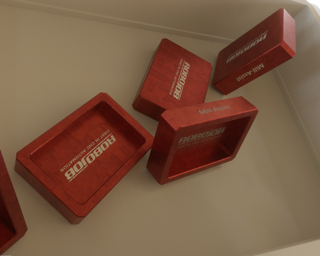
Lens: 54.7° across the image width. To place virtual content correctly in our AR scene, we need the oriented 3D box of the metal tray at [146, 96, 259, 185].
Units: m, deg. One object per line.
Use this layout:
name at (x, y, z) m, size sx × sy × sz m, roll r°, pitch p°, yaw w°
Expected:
metal tray at (0.053, 0.013, 0.381) m, size 0.131 × 0.089 × 0.030 m, roll -13°, pitch 45°, yaw -33°

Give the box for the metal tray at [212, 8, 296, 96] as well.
metal tray at (0.144, -0.116, 0.484) m, size 0.030 × 0.130 × 0.090 m, roll 36°, pitch 50°, yaw -22°

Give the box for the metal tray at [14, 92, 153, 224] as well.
metal tray at (-0.077, 0.027, 0.343) m, size 0.090 × 0.030 × 0.131 m, roll 43°, pitch 51°, yaw 2°

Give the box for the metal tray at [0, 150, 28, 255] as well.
metal tray at (-0.150, 0.066, 0.216) m, size 0.030 × 0.129 × 0.091 m, roll 32°, pitch 48°, yaw 20°

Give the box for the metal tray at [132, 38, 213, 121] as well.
metal tray at (0.022, -0.064, 0.453) m, size 0.090 × 0.030 × 0.130 m, roll 27°, pitch 52°, yaw -12°
